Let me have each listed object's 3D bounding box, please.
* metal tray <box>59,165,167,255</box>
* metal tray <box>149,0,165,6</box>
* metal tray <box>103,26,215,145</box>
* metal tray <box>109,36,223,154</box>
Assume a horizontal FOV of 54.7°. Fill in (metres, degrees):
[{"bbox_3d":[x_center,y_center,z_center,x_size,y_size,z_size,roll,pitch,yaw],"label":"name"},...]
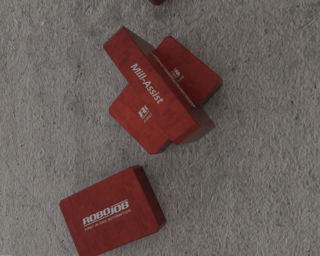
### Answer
[{"bbox_3d":[-0.068,0.118,0.430,0.130,0.030,0.090,-27,81,17],"label":"metal tray"},{"bbox_3d":[-0.003,-0.242,0.407,0.090,0.030,0.130,-30,80,17],"label":"metal tray"},{"bbox_3d":[0.003,-0.043,0.340,0.030,0.090,0.130,-40,78,16],"label":"metal tray"},{"bbox_3d":[0.006,-0.041,0.404,0.090,0.030,0.130,44,103,14],"label":"metal tray"}]
